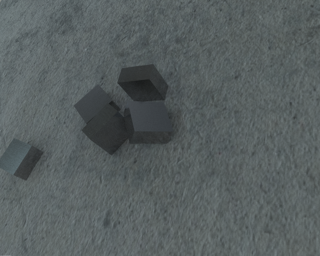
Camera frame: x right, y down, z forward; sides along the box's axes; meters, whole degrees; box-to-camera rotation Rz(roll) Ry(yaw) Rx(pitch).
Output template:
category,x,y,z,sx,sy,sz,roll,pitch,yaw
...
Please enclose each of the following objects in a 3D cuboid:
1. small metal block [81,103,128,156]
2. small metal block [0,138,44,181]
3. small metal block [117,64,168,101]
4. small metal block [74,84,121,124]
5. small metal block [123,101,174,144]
category,x,y,z,sx,sy,sz,roll,pitch,yaw
small metal block,-0.068,0.002,0.420,0.050,0.050,0.025,-47,51,-5
small metal block,-0.221,0.049,0.487,0.050,0.025,0.050,15,69,33
small metal block,-0.023,-0.062,0.437,0.050,0.050,0.025,-2,61,27
small metal block,-0.096,-0.031,0.471,0.050,0.025,0.050,-42,51,-1
small metal block,-0.016,-0.007,0.398,0.050,0.025,0.050,1,50,-22
